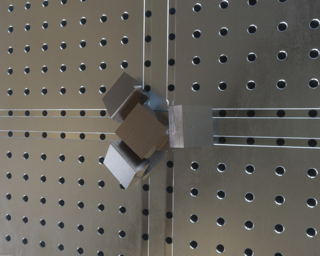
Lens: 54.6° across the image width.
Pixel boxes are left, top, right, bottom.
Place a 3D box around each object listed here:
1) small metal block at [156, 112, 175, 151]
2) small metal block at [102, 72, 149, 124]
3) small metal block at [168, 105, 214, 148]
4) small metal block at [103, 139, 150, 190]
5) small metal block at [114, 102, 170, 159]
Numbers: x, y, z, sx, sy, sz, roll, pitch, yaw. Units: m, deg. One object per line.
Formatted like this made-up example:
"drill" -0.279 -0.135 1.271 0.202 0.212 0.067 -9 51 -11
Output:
"small metal block" -0.007 0.003 0.416 0.050 0.025 0.050 2 93 20
"small metal block" -0.047 -0.040 0.417 0.050 0.025 0.050 -48 40 13
"small metal block" 0.039 -0.002 0.383 0.025 0.050 0.050 -4 88 53
"small metal block" -0.046 0.047 0.416 0.050 0.025 0.050 47 142 14
"small metal block" -0.020 0.003 0.393 0.050 0.025 0.050 43 103 14
